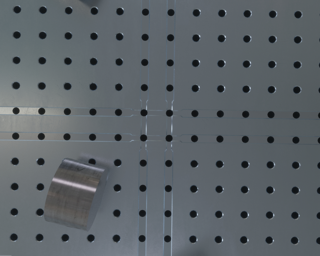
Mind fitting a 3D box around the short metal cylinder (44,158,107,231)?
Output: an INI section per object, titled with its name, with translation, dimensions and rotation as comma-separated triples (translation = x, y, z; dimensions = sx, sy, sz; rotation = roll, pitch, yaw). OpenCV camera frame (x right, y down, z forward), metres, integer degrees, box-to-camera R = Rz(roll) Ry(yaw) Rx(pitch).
[short metal cylinder]
translation = -0.102, 0.082, 0.385
dimensions = 0.050, 0.080, 0.080
rotation = 15, 90, 0
